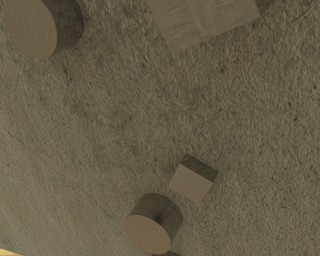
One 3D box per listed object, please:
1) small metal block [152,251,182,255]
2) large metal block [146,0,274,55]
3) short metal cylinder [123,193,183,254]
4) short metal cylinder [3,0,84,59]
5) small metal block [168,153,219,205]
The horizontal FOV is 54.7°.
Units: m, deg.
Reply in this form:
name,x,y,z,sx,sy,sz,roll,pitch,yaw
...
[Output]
name,x,y,z,sx,sy,sz,roll,pitch,yaw
small metal block,0.012,0.245,0.552,0.050,0.025,0.050,15,125,20
large metal block,0.048,-0.114,0.276,0.080,0.080,0.050,-15,110,34
short metal cylinder,-0.010,0.151,0.489,0.080,0.050,0.079,13,124,21
short metal cylinder,-0.144,-0.132,0.385,0.080,0.050,0.079,13,124,21
small metal block,0.045,0.071,0.427,0.050,0.025,0.050,29,128,9
